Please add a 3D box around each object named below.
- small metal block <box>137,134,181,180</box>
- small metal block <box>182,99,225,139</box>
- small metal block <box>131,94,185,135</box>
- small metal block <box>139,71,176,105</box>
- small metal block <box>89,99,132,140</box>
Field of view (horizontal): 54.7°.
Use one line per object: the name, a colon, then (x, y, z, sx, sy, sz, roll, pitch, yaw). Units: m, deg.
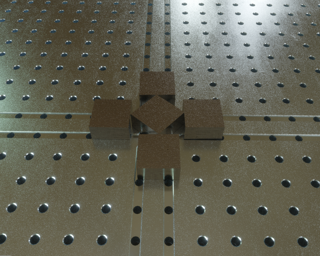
small metal block: (-0.002, 0.035, 0.378, 0.050, 0.025, 0.050, 0, 50, 0)
small metal block: (0.057, -0.012, 0.418, 0.050, 0.025, 0.050, 0, 50, -1)
small metal block: (-0.003, -0.012, 0.417, 0.050, 0.025, 0.050, 35, 58, 25)
small metal block: (-0.004, -0.057, 0.456, 0.050, 0.025, 0.050, 0, 50, -1)
small metal block: (-0.064, -0.012, 0.417, 0.050, 0.025, 0.050, 1, 50, 0)
